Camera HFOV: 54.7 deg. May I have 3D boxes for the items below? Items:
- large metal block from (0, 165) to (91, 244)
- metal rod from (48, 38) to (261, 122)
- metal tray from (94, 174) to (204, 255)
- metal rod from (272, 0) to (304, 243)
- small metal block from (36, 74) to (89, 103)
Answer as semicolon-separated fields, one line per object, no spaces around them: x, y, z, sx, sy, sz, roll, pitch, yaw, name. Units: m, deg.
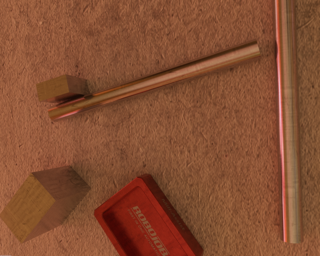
-0.158;0.103;0.434;0.050;0.080;0.080;43;103;14;large metal block
-0.021;-0.057;0.415;0.301;0.025;0.025;-15;85;19;metal rod
-0.017;0.138;0.411;0.090;0.030;0.130;-40;78;15;metal tray
0.147;-0.021;0.357;0.025;0.025;0.298;-2;89;19;metal rod
-0.138;-0.054;0.443;0.050;0.050;0.025;-13;86;19;small metal block
